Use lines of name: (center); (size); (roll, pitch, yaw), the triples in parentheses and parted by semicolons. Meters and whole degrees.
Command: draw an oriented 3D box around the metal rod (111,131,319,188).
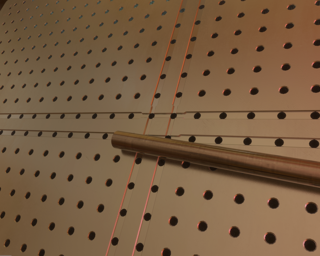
metal rod: (0.068, 0.033, 0.352); (0.300, 0.025, 0.025); (8, 66, 31)
